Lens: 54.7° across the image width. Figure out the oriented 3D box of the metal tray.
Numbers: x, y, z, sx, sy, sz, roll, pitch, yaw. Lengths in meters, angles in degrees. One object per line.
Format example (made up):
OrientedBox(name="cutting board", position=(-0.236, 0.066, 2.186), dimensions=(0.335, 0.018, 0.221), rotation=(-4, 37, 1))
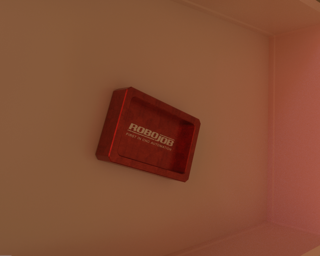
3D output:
OrientedBox(name="metal tray", position=(-0.009, 0.012, 0.397), dimensions=(0.131, 0.030, 0.090), rotation=(22, 76, -38))
